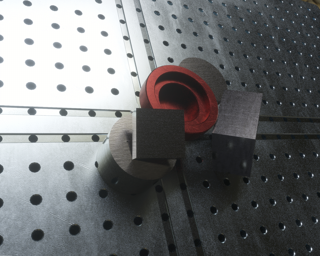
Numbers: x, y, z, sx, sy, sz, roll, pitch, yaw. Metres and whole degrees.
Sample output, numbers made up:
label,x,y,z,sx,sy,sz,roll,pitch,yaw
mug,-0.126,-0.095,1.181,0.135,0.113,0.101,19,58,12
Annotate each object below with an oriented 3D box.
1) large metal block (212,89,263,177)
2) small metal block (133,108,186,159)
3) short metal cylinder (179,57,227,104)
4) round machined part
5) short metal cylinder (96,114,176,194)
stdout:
label,x,y,z,sx,sy,sz,roll,pitch,yaw
large metal block,0.103,0.007,0.416,0.050,0.080,0.080,9,50,18
small metal block,-0.002,0.007,0.322,0.050,0.025,0.050,1,80,-14
short metal cylinder,0.050,-0.056,0.453,0.081,0.050,0.080,14,56,-21
round machined part,0.020,-0.027,0.386,0.099,0.042,0.098,14,56,-21
short metal cylinder,-0.027,0.030,0.358,0.081,0.050,0.080,14,56,-21
